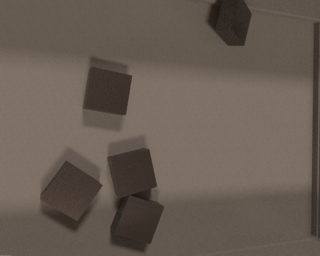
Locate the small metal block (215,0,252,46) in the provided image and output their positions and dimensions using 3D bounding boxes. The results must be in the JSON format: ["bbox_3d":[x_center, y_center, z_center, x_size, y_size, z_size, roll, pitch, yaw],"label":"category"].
[{"bbox_3d":[0.105,-0.150,0.437,0.050,0.025,0.050,21,82,-55],"label":"small metal block"}]

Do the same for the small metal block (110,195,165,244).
[{"bbox_3d":[-0.029,0.115,0.401,0.050,0.025,0.050,23,82,-19],"label":"small metal block"}]

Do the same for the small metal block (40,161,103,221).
[{"bbox_3d":[-0.106,0.075,0.372,0.050,0.025,0.050,38,78,-17],"label":"small metal block"}]

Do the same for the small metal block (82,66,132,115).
[{"bbox_3d":[-0.066,-0.045,0.387,0.050,0.025,0.050,10,87,-20],"label":"small metal block"}]

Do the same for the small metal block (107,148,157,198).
[{"bbox_3d":[-0.036,0.056,0.398,0.050,0.025,0.050,-13,94,-20],"label":"small metal block"}]
